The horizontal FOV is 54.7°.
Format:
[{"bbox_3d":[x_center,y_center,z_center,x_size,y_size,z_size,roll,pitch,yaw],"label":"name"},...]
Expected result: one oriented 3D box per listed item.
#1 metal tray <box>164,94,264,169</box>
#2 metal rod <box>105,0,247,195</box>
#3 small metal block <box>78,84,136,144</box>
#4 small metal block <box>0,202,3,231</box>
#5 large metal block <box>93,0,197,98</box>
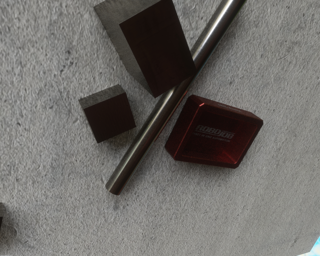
[{"bbox_3d":[0.082,0.010,0.456,0.131,0.030,0.089,12,112,-34],"label":"metal tray"},{"bbox_3d":[0.015,-0.038,0.392,0.025,0.025,0.299,23,106,-37],"label":"metal rod"},{"bbox_3d":[-0.061,-0.017,0.364,0.050,0.025,0.050,-24,128,-14],"label":"small metal block"},{"bbox_3d":[-0.215,0.115,0.361,0.050,0.025,0.050,7,115,-32],"label":"small metal block"},{"bbox_3d":[-0.015,-0.089,0.309,0.050,0.080,0.080,-33,129,-7],"label":"large metal block"}]
